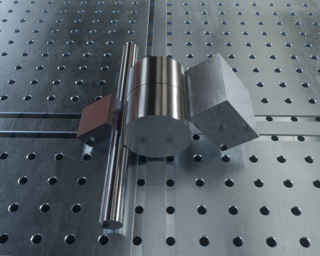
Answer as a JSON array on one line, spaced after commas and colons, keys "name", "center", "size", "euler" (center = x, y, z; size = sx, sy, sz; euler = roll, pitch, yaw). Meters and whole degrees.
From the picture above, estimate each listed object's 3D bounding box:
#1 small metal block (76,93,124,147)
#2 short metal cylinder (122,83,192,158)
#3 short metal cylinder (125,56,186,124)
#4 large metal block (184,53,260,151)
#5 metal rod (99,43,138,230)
[{"name": "small metal block", "center": [-0.075, -0.010, 0.396], "size": [0.050, 0.025, 0.050], "euler": [-24, 44, 26]}, {"name": "short metal cylinder", "center": [-0.004, -0.007, 0.373], "size": [0.081, 0.080, 0.050], "euler": [0, 50, 0]}, {"name": "short metal cylinder", "center": [-0.003, -0.046, 0.405], "size": [0.081, 0.080, 0.050], "euler": [0, 50, 0]}, {"name": "large metal block", "center": [0.075, -0.031, 0.384], "size": [0.050, 0.080, 0.080], "euler": [-26, 44, 29]}, {"name": "metal rod", "center": [-0.049, -0.015, 0.414], "size": [0.025, 0.025, 0.300], "euler": [0, 50, 0]}]
